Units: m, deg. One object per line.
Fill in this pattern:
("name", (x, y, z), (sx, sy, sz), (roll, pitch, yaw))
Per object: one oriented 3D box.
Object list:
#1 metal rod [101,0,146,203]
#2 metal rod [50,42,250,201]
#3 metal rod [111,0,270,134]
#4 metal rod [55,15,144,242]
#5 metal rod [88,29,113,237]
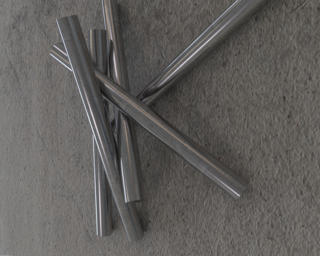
("metal rod", (-0.053, -0.051, 0.419), (0.025, 0.025, 0.299), (-25, 65, 37))
("metal rod", (-0.025, -0.019, 0.377), (0.300, 0.025, 0.025), (37, 114, 17))
("metal rod", (0.031, -0.081, 0.379), (0.299, 0.025, 0.025), (-39, 66, 33))
("metal rod", (-0.070, 0.014, 0.393), (0.025, 0.025, 0.298), (0, 112, 40))
("metal rod", (-0.085, 0.014, 0.446), (0.025, 0.025, 0.298), (10, 105, 39))
